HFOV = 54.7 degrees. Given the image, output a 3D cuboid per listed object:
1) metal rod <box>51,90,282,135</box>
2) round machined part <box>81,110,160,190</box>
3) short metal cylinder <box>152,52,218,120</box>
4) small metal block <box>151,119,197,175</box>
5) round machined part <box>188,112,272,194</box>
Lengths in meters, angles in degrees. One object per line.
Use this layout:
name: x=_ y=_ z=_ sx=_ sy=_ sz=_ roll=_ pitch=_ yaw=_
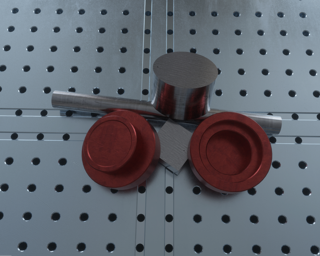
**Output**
metal rod: x=0.007 y=-0.021 z=0.416 sx=0.302 sy=0.025 sz=0.025 roll=7 pitch=70 yaw=2
round machined part: x=-0.053 y=0.023 z=0.376 sx=0.098 sy=0.042 sz=0.098 roll=-6 pitch=70 yaw=17
short metal cylinder: x=0.030 y=-0.056 z=0.399 sx=0.081 sy=0.050 sz=0.080 roll=3 pitch=44 yaw=-2
small metal block: x=0.017 y=0.024 z=0.399 sx=0.050 sy=0.025 sz=0.050 roll=35 pitch=73 yaw=11
round machined part: x=0.083 y=0.032 z=0.385 sx=0.099 sy=0.042 sz=0.098 roll=1 pitch=72 yaw=-3
